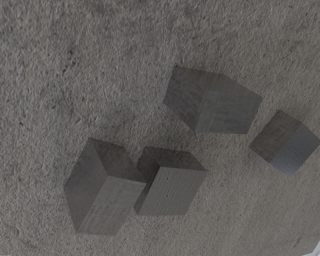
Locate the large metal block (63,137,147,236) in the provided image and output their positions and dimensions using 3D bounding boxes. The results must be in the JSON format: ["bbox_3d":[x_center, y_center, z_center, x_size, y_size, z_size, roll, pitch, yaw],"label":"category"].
[{"bbox_3d":[-0.070,0.070,0.376,0.050,0.080,0.080,19,108,-36],"label":"large metal block"}]

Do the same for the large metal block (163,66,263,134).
[{"bbox_3d":[0.063,-0.035,0.384,0.081,0.080,0.050,3,117,-30],"label":"large metal block"}]

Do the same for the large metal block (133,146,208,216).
[{"bbox_3d":[0.008,0.077,0.443,0.081,0.050,0.079,10,113,-33],"label":"large metal block"}]

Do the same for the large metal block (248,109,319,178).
[{"bbox_3d":[0.211,0.027,0.523,0.080,0.050,0.080,29,102,-38],"label":"large metal block"}]
